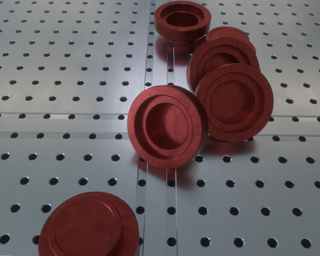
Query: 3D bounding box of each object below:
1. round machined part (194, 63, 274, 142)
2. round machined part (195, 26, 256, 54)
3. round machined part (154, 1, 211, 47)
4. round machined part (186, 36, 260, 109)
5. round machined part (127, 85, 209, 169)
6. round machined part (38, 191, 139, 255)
[{"bbox_3d":[0.091,-0.033,0.403,0.099,0.097,0.042,-4,9,-4],"label":"round machined part"},{"bbox_3d":[0.107,-0.130,0.506,0.099,0.042,0.098,0,50,0],"label":"round machined part"},{"bbox_3d":[0.039,-0.182,0.550,0.099,0.042,0.098,0,50,0],"label":"round machined part"},{"bbox_3d":[0.086,-0.077,0.438,0.099,0.097,0.042,-5,9,-4],"label":"round machined part"},{"bbox_3d":[0.013,-0.003,0.375,0.098,0.097,0.042,28,21,21],"label":"round machined part"},{"bbox_3d":[-0.070,0.106,0.307,0.099,0.042,0.098,0,50,0],"label":"round machined part"}]
